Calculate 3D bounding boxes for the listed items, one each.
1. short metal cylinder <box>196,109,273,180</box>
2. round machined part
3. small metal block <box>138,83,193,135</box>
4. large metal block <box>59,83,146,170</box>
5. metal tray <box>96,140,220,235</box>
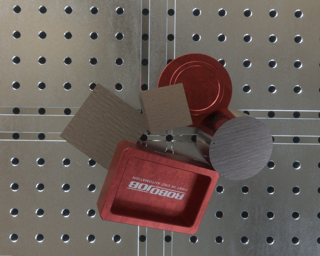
[{"bbox_3d":[0.092,0.019,0.390,0.081,0.050,0.079,-3,104,-11],"label":"short metal cylinder"},{"bbox_3d":[0.046,-0.050,0.405,0.099,0.042,0.097,0,90,0],"label":"round machined part"},{"bbox_3d":[0.006,-0.022,0.367,0.050,0.025,0.050,-13,87,-11],"label":"small metal block"},{"bbox_3d":[-0.066,0.001,0.400,0.080,0.050,0.080,36,90,0],"label":"large metal block"},{"bbox_3d":[-0.001,0.076,0.382,0.131,0.030,0.089,17,97,-22],"label":"metal tray"}]
